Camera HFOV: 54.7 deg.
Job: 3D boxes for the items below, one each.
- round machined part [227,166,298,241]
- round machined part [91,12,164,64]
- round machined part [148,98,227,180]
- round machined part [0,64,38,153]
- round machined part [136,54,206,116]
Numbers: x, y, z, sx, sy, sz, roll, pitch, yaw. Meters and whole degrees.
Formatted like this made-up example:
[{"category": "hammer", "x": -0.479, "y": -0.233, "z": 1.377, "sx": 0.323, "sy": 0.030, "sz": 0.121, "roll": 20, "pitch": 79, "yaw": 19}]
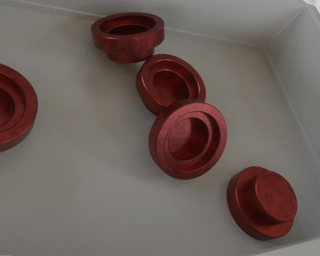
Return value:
[{"category": "round machined part", "x": 0.143, "y": 0.096, "z": 0.415, "sx": 0.099, "sy": 0.042, "sz": 0.098, "roll": 14, "pitch": 56, "yaw": -21}, {"category": "round machined part", "x": -0.043, "y": -0.123, "z": 0.430, "sx": 0.099, "sy": 0.042, "sz": 0.098, "roll": -2, "pitch": 38, "yaw": 2}, {"category": "round machined part", "x": 0.031, "y": 0.011, "z": 0.384, "sx": 0.099, "sy": 0.042, "sz": 0.097, "roll": -8, "pitch": 110, "yaw": -23}, {"category": "round machined part", "x": -0.177, "y": -0.017, "z": 0.310, "sx": 0.099, "sy": 0.042, "sz": 0.098, "roll": 14, "pitch": 56, "yaw": -21}, {"category": "round machined part", "x": 0.011, "y": -0.053, "z": 0.435, "sx": 0.099, "sy": 0.042, "sz": 0.098, "roll": 14, "pitch": 56, "yaw": -21}]
